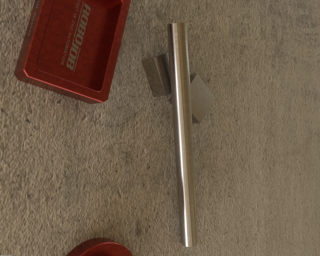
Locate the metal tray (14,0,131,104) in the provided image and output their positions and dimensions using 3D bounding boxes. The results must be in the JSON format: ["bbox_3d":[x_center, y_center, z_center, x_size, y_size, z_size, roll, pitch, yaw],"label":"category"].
[{"bbox_3d":[-0.088,-0.100,0.328,0.091,0.030,0.129,19,78,-39],"label":"metal tray"}]

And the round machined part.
[{"bbox_3d":[-0.065,0.177,0.341,0.099,0.042,0.097,0,90,-40],"label":"round machined part"}]

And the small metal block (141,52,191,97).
[{"bbox_3d":[0.009,-0.074,0.414,0.050,0.025,0.050,-29,109,-36],"label":"small metal block"}]

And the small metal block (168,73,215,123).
[{"bbox_3d":[0.047,-0.042,0.446,0.050,0.025,0.050,47,62,-30],"label":"small metal block"}]

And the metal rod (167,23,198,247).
[{"bbox_3d":[0.032,0.018,0.411,0.025,0.025,0.298,-15,106,-39],"label":"metal rod"}]
